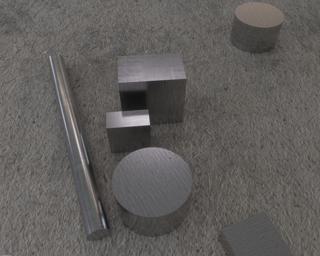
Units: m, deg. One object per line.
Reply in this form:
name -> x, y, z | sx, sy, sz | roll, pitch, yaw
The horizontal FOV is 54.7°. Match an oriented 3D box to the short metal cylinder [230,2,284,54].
short metal cylinder -> 0.166, -0.173, 0.534 | 0.081, 0.050, 0.080 | 0, 50, 0

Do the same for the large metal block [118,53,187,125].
large metal block -> -0.011, -0.049, 0.409 | 0.081, 0.080, 0.050 | -4, 50, -4

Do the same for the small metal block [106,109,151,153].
small metal block -> -0.038, 0.005, 0.383 | 0.050, 0.050, 0.025 | -4, 50, -4

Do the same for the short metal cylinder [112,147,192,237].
short metal cylinder -> -0.008, 0.068, 0.330 | 0.081, 0.050, 0.080 | 0, 50, 0

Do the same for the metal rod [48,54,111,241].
metal rod -> -0.113, 0.000, 0.402 | 0.025, 0.025, 0.300 | -16, 52, -13

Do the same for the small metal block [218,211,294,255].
small metal block -> 0.093, 0.118, 0.305 | 0.050, 0.025, 0.050 | -17, 52, -14
